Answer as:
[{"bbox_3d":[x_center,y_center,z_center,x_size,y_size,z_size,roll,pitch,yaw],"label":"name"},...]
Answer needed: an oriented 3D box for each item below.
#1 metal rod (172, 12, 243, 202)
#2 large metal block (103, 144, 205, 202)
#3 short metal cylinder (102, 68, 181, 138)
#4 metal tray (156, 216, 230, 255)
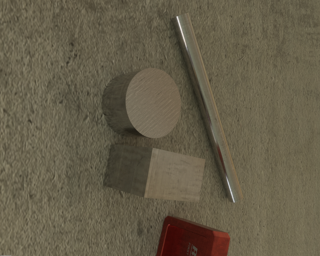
[{"bbox_3d":[0.076,-0.020,0.468,0.025,0.025,0.298,-31,110,-36],"label":"metal rod"},{"bbox_3d":[-0.007,0.052,0.363,0.081,0.080,0.050,16,80,-39],"label":"large metal block"},{"bbox_3d":[-0.021,-0.028,0.370,0.081,0.050,0.079,0,90,-40],"label":"short metal cylinder"},{"bbox_3d":[0.032,0.186,0.389,0.030,0.090,0.129,23,76,-38],"label":"metal tray"}]
